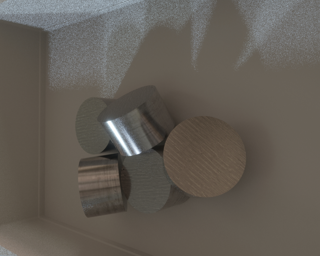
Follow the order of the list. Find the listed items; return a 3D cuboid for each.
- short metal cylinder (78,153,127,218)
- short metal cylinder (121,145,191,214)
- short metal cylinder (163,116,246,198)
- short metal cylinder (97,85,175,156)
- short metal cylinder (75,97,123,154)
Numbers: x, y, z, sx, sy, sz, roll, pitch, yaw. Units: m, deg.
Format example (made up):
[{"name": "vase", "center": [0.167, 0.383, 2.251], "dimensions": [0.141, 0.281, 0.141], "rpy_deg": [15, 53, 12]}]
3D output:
[{"name": "short metal cylinder", "center": [-0.076, 0.077, 0.420], "dimensions": [0.050, 0.080, 0.080], "rpy_deg": [-8, 83, -3]}, {"name": "short metal cylinder", "center": [-0.003, 0.062, 0.389], "dimensions": [0.080, 0.050, 0.079], "rpy_deg": [0, 90, 39]}, {"name": "short metal cylinder", "center": [0.043, 0.032, 0.325], "dimensions": [0.081, 0.050, 0.080], "rpy_deg": [0, 76, -1]}, {"name": "short metal cylinder", "center": [-0.029, -0.010, 0.381], "dimensions": [0.080, 0.080, 0.050], "rpy_deg": [-10, 119, 39]}, {"name": "short metal cylinder", "center": [-0.077, -0.003, 0.448], "dimensions": [0.080, 0.050, 0.079], "rpy_deg": [0, 90, 39]}]
